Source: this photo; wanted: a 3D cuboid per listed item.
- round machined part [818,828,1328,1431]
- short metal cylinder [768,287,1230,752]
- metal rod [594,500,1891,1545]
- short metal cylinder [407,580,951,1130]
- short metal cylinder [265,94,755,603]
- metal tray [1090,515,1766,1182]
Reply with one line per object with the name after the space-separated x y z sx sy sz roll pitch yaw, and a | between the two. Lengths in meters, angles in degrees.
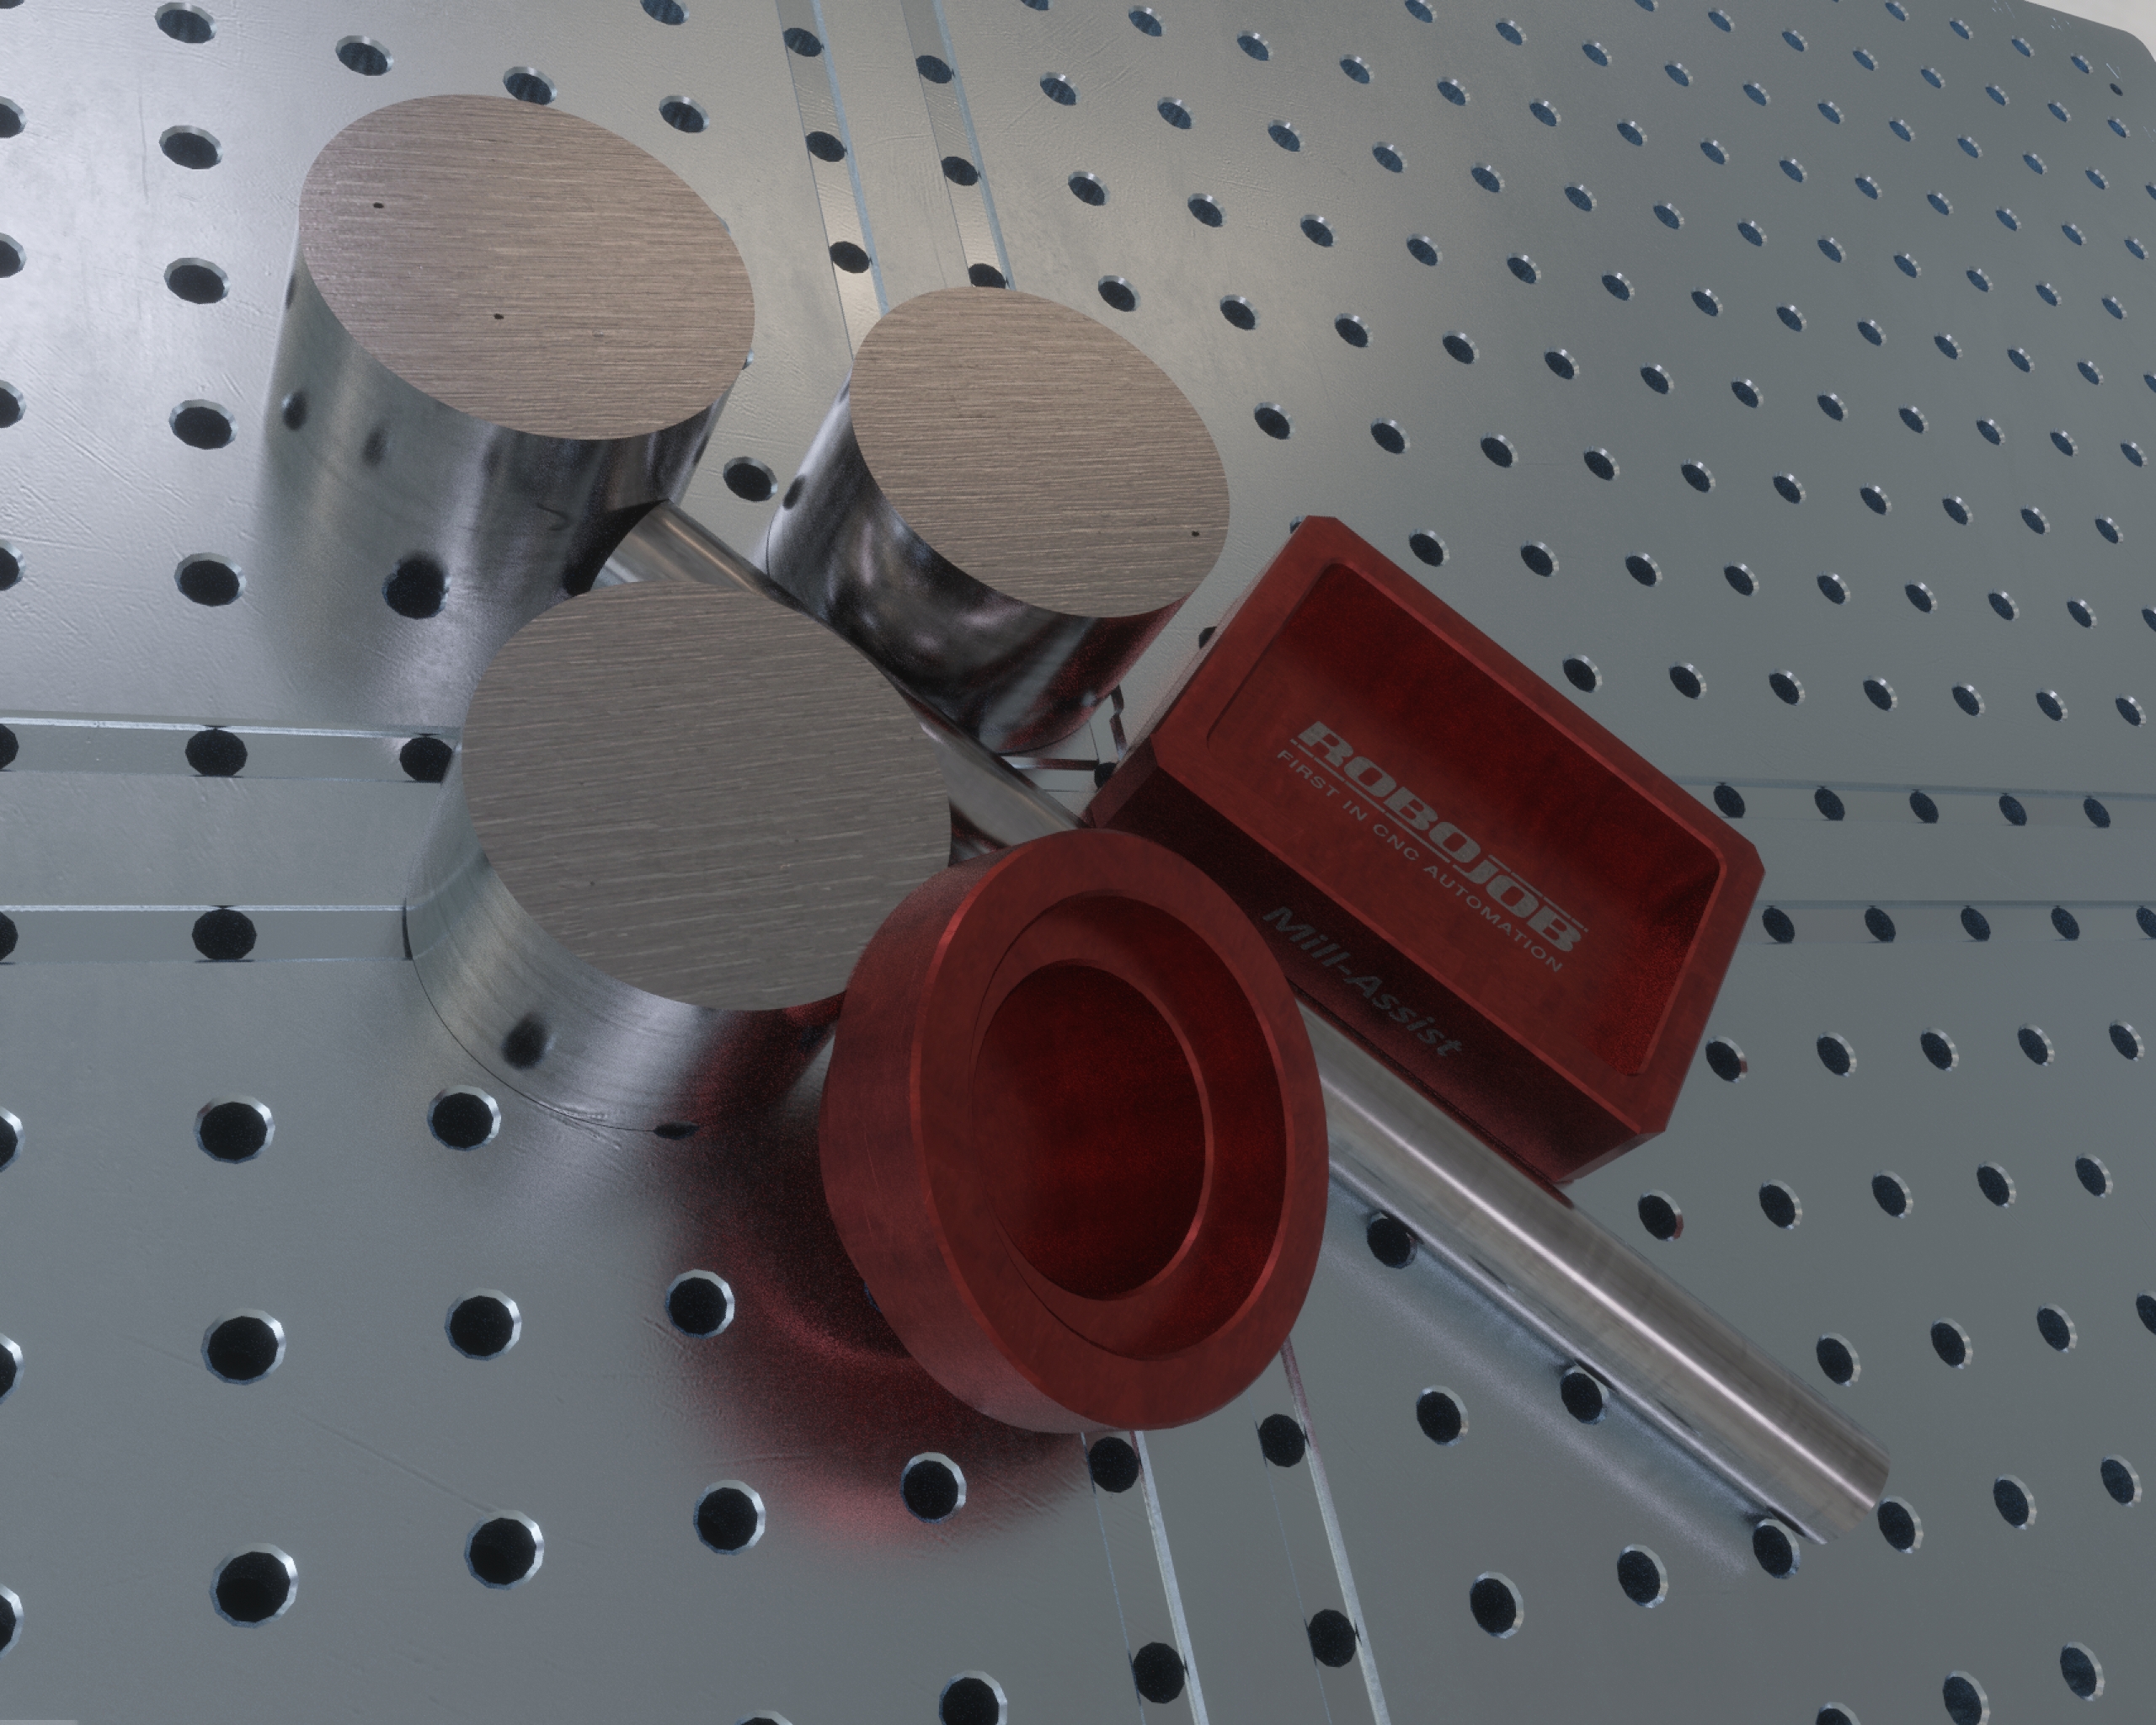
-0.004 0.046 0.353 0.099 0.042 0.098 17 66 -43 | round machined part
-0.017 -0.069 0.424 0.081 0.050 0.080 14 56 -21 | short metal cylinder
0.033 0.033 0.406 0.300 0.025 0.025 38 51 -3 | metal rod
-0.068 -0.001 0.355 0.081 0.050 0.080 14 56 -21 | short metal cylinder
-0.107 -0.096 0.393 0.081 0.050 0.080 14 56 -21 | short metal cylinder
0.078 -0.005 0.449 0.130 0.030 0.090 38 52 -3 | metal tray
